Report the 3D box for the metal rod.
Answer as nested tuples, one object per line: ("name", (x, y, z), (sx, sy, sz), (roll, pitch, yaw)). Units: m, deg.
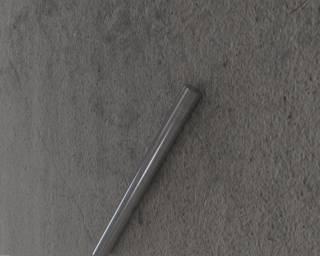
("metal rod", (-0.026, 0.075, 0.427), (0.025, 0.025, 0.298), (43, 116, 31))
